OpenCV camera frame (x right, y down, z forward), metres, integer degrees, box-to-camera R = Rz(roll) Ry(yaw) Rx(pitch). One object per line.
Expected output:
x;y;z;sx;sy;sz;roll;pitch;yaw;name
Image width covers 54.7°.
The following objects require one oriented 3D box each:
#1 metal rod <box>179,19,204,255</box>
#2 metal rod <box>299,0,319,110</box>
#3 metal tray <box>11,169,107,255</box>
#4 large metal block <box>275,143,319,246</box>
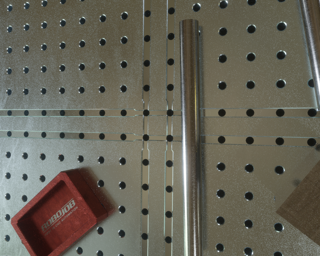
0.040;0.013;0.398;0.025;0.025;0.298;-1;90;20;metal rod
0.169;-0.169;0.352;0.025;0.025;0.298;-9;87;20;metal rod
-0.153;0.135;0.463;0.130;0.030;0.090;-42;77;15;metal tray
0.168;0.064;0.324;0.050;0.080;0.080;38;102;16;large metal block
